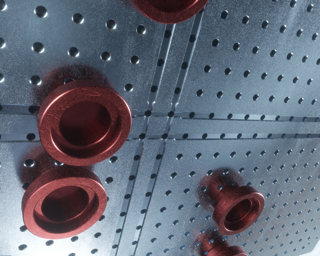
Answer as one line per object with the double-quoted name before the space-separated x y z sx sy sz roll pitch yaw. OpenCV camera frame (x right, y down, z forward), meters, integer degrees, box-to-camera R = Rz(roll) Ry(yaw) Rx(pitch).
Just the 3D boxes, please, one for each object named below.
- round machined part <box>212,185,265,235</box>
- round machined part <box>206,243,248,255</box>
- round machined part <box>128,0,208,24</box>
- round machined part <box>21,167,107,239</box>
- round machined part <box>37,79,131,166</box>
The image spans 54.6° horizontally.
"round machined part" 0.136 0.143 0.562 0.099 0.042 0.097 -14 124 -21
"round machined part" 0.131 0.280 0.644 0.099 0.042 0.097 -14 124 -21
"round machined part" 0.005 -0.157 0.305 0.099 0.042 0.097 -14 124 -21
"round machined part" -0.120 0.088 0.389 0.099 0.042 0.097 -14 124 -21
"round machined part" -0.085 -0.009 0.347 0.099 0.042 0.097 -14 124 -21
